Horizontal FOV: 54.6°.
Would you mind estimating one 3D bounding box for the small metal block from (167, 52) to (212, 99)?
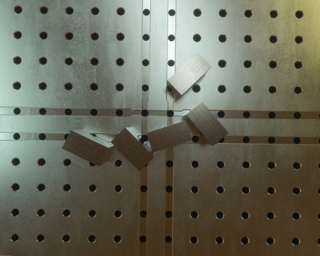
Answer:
[{"bbox_3d":[0.036,-0.066,0.401,0.050,0.050,0.025,-43,90,0],"label":"small metal block"}]

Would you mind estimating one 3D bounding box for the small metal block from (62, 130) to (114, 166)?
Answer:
[{"bbox_3d":[-0.091,0.024,0.400,0.050,0.050,0.025,26,90,0],"label":"small metal block"}]

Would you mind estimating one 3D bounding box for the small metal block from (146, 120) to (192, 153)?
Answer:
[{"bbox_3d":[0.011,0.010,0.401,0.050,0.050,0.025,-18,90,0],"label":"small metal block"}]

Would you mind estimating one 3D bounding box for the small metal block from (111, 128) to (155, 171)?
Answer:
[{"bbox_3d":[-0.033,0.026,0.401,0.025,0.050,0.050,-45,90,0],"label":"small metal block"}]

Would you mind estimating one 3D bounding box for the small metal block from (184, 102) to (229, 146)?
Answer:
[{"bbox_3d":[0.058,-0.005,0.401,0.025,0.050,0.050,-40,90,0],"label":"small metal block"}]
